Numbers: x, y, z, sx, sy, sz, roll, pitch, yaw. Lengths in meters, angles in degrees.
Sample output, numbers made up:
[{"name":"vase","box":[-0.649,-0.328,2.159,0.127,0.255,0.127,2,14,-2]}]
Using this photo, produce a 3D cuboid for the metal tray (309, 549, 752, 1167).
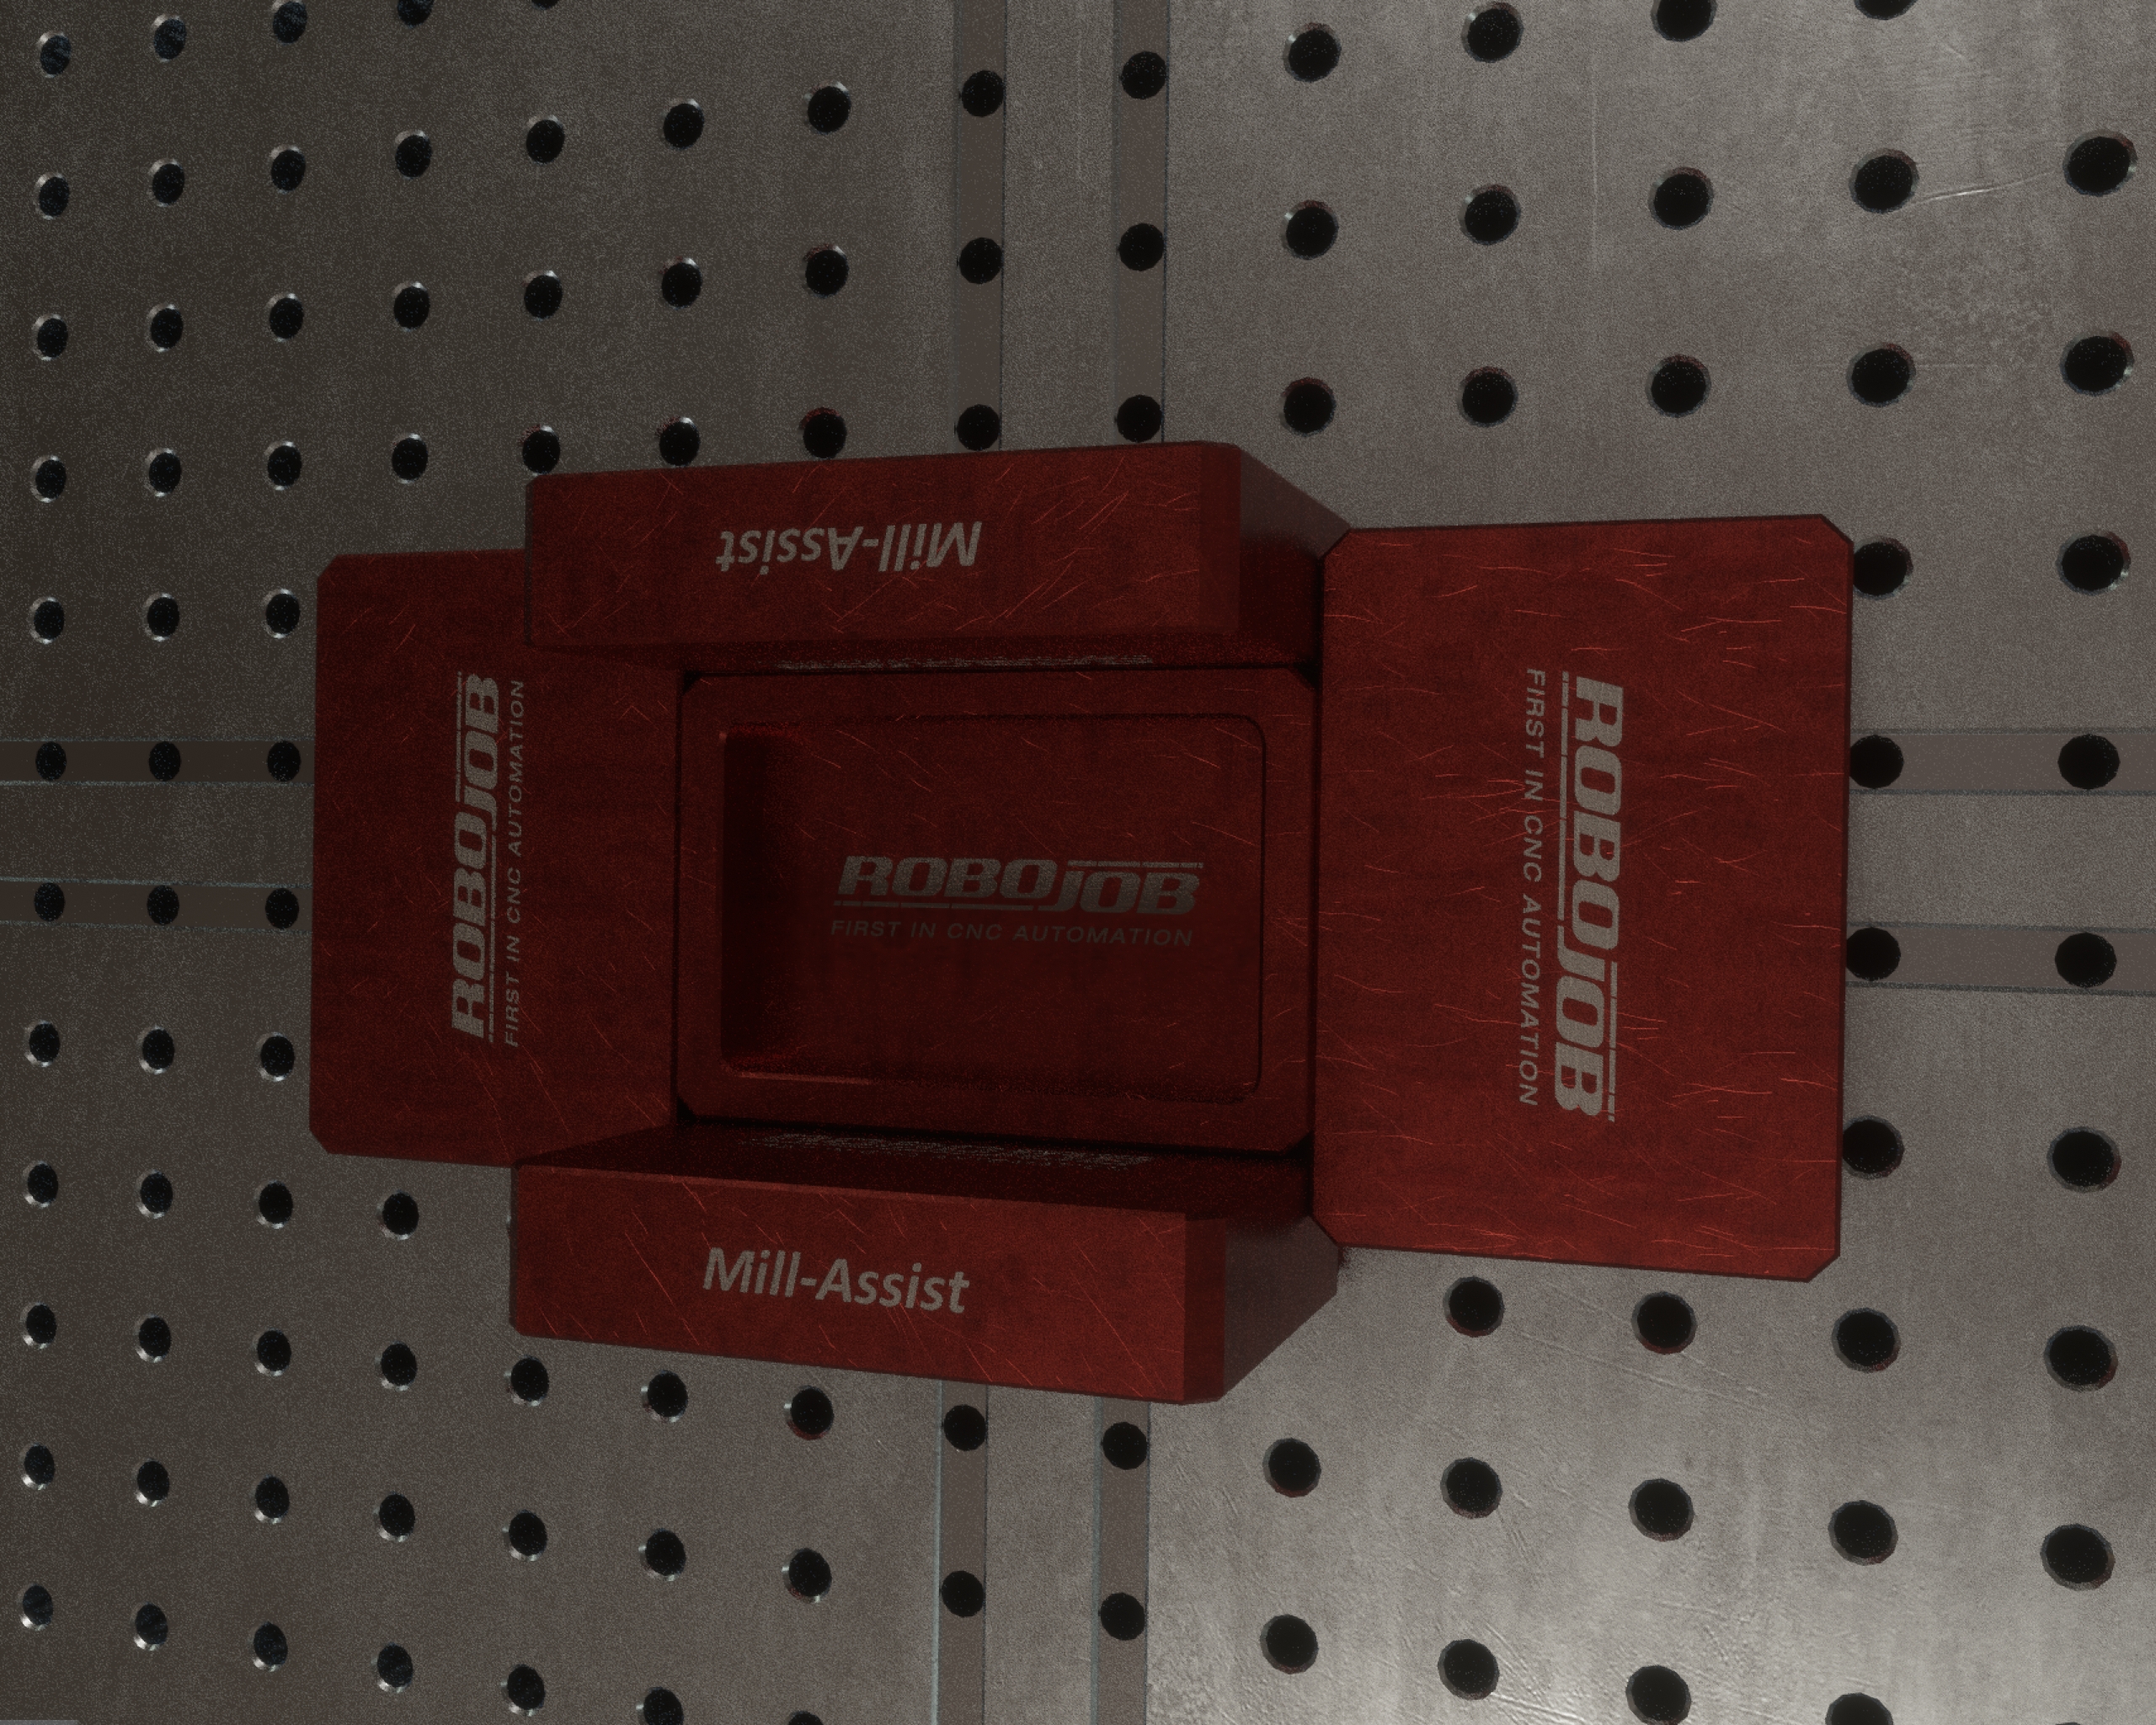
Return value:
[{"name":"metal tray","box":[-0.118,-0.001,0.450,0.090,0.030,0.129,1,90,19]}]

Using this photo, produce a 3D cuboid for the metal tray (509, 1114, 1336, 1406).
[{"name":"metal tray","box":[-0.025,0.068,0.384,0.130,0.090,0.030,1,91,19]}]

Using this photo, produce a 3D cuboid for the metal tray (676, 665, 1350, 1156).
[{"name":"metal tray","box":[-0.014,0.008,0.412,0.130,0.030,0.089,1,90,19]}]

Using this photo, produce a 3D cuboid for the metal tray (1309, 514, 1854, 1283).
[{"name":"metal tray","box":[0.090,0.005,0.376,0.090,0.030,0.129,1,90,18]}]

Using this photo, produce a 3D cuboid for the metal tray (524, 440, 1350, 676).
[{"name":"metal tray","box":[-0.023,-0.052,0.385,0.130,0.090,0.030,1,91,19]}]
